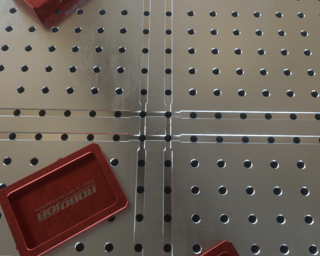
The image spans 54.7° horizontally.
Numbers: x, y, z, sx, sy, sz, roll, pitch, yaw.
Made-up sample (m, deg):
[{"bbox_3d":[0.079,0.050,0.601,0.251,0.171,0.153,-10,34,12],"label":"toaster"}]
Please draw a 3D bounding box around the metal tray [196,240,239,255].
[{"bbox_3d":[0.043,0.195,0.338,0.131,0.030,0.090,-28,73,-10],"label":"metal tray"}]

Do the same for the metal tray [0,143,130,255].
[{"bbox_3d":[-0.114,0.087,0.375,0.131,0.030,0.090,-28,73,-10],"label":"metal tray"}]

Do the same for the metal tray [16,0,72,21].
[{"bbox_3d":[-0.172,-0.242,0.495,0.090,0.030,0.130,41,75,13],"label":"metal tray"}]
